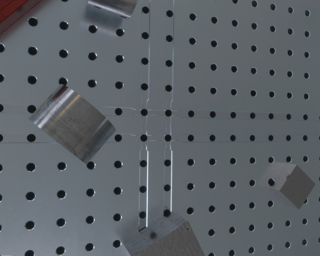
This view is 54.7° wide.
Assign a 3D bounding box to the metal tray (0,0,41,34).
[{"bbox_3d":[-0.177,-0.174,0.344,0.090,0.030,0.130,46,76,-14],"label":"metal tray"}]

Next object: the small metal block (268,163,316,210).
[{"bbox_3d":[0.209,0.091,0.490,0.050,0.025,0.050,43,77,-15],"label":"small metal block"}]

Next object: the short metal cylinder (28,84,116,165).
[{"bbox_3d":[-0.097,-0.004,0.348,0.080,0.080,0.050,42,77,-15],"label":"short metal cylinder"}]

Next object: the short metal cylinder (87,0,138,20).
[{"bbox_3d":[-0.051,-0.176,0.364,0.050,0.080,0.080,13,86,-20],"label":"short metal cylinder"}]

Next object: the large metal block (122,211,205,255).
[{"bbox_3d":[0.010,0.169,0.403,0.081,0.050,0.080,-28,99,-18],"label":"large metal block"}]
